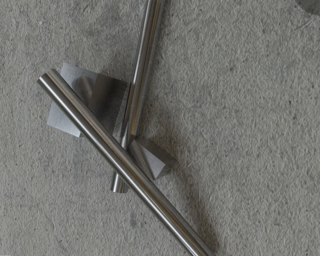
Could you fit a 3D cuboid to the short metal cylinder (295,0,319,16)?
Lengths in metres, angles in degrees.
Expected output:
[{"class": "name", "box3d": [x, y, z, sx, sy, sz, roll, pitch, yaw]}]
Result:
[{"class": "short metal cylinder", "box3d": [0.185, -0.168, 0.331, 0.080, 0.050, 0.079, 0, 90, 19]}]

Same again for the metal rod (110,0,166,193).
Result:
[{"class": "metal rod", "box3d": [-0.027, -0.060, 0.417, 0.025, 0.025, 0.298, 13, 94, 19]}]

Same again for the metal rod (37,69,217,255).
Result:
[{"class": "metal rod", "box3d": [-0.033, 0.056, 0.367, 0.025, 0.025, 0.300, -37, 98, 16]}]

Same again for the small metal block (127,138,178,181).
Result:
[{"class": "small metal block", "box3d": [-0.011, 0.039, 0.399, 0.050, 0.050, 0.025, 37, 102, 16]}]

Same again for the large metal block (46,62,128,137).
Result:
[{"class": "large metal block", "box3d": [-0.094, -0.035, 0.411, 0.050, 0.080, 0.080, 20, 97, 18]}]
